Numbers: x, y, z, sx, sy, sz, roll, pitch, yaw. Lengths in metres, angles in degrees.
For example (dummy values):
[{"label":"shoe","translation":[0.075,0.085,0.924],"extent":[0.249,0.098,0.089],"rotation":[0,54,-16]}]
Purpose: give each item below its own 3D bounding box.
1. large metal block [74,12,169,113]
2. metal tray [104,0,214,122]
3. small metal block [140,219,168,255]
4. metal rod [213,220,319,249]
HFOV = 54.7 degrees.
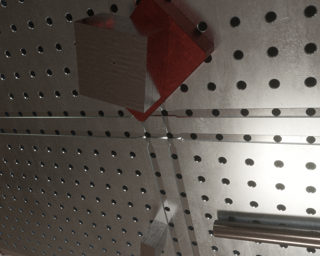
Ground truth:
[{"label":"large metal block","translation":[-0.040,-0.071,0.331],"extent":[0.080,0.050,0.079],"rotation":[17,125,18]},{"label":"metal tray","translation":[-0.013,-0.078,0.366],"extent":[0.090,0.030,0.129],"rotation":[44,129,-3]},{"label":"small metal block","translation":[-0.010,0.192,0.517],"extent":[0.025,0.050,0.050],"rotation":[16,125,19]},{"label":"metal rod","translation":[0.213,0.139,0.384],"extent":[0.300,0.025,0.025],"rotation":[-4,117,29]}]
